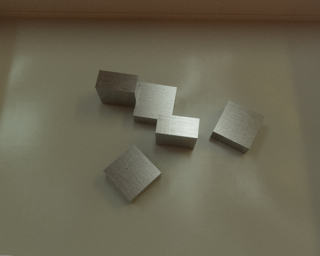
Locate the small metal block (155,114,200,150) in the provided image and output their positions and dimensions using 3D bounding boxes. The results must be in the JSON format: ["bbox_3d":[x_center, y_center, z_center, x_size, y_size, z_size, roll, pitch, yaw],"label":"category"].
[{"bbox_3d":[0.021,0.006,0.394,0.050,0.050,0.025,7,70,2],"label":"small metal block"}]

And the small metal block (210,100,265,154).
[{"bbox_3d":[0.102,-0.001,0.411,0.050,0.025,0.050,27,72,9],"label":"small metal block"}]

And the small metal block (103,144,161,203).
[{"bbox_3d":[-0.034,0.057,0.388,0.050,0.025,0.050,-41,75,-14],"label":"small metal block"}]

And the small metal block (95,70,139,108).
[{"bbox_3d":[-0.055,-0.051,0.414,0.050,0.050,0.025,8,70,3],"label":"small metal block"}]

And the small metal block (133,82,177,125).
[{"bbox_3d":[-0.006,-0.031,0.421,0.050,0.025,0.050,9,70,3],"label":"small metal block"}]
